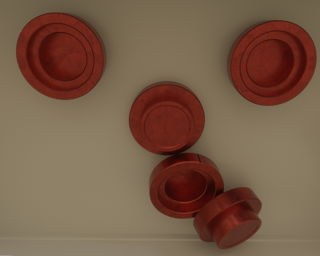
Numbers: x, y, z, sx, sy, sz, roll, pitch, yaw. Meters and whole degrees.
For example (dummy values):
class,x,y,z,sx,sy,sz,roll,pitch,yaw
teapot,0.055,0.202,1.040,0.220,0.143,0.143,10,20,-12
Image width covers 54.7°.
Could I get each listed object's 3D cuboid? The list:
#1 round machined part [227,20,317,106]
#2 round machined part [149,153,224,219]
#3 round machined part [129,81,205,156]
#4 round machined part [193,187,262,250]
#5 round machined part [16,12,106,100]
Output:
class,x,y,z,sx,sy,sz,roll,pitch,yaw
round machined part,0.130,-0.079,0.374,0.099,0.042,0.097,0,110,0
round machined part,0.034,0.074,0.424,0.099,0.042,0.097,-2,119,-4
round machined part,0.009,-0.008,0.399,0.099,0.042,0.097,0,110,0
round machined part,0.099,0.130,0.427,0.099,0.042,0.097,-17,137,-16
round machined part,-0.113,-0.086,0.369,0.099,0.042,0.097,0,110,0
